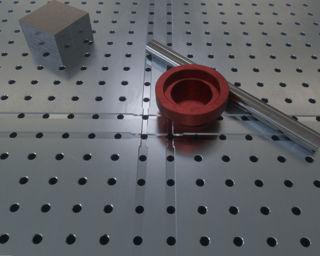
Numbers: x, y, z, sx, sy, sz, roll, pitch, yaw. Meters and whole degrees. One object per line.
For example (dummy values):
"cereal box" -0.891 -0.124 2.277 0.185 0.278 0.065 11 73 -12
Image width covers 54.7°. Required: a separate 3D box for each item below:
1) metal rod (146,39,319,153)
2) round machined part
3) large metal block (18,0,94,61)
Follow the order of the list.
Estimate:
"metal rod" 0.093 -0.058 0.456 0.300 0.025 0.025 36 59 26
"round machined part" 0.043 -0.041 0.429 0.099 0.042 0.098 -1 51 2
"large metal block" -0.176 -0.169 0.532 0.080 0.050 0.080 26 55 20
